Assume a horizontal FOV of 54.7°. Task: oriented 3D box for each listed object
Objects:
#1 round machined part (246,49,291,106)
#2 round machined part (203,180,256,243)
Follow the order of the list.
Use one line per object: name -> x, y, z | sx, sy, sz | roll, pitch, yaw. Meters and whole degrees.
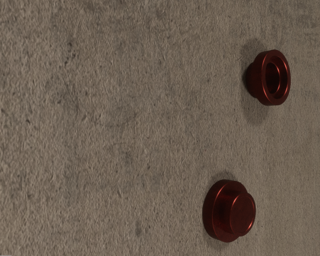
round machined part -> 0.192, -0.089, 0.558 | 0.099, 0.042, 0.097 | 0, 90, -40
round machined part -> 0.116, 0.134, 0.495 | 0.099, 0.042, 0.097 | 0, 90, -40
